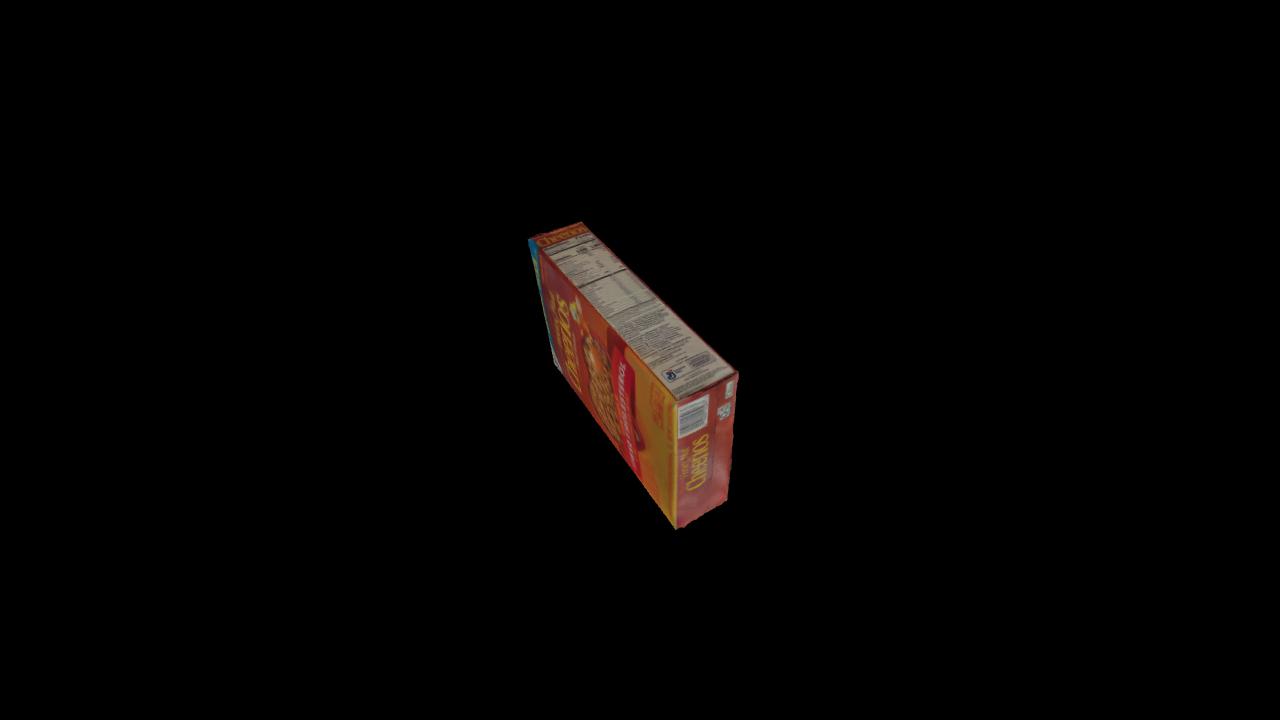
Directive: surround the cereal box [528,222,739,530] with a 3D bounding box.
[{"bbox_3d":[-0.017,0.008,0.677,0.081,0.203,0.306,-25,48,-21],"label":"cereal box"}]
